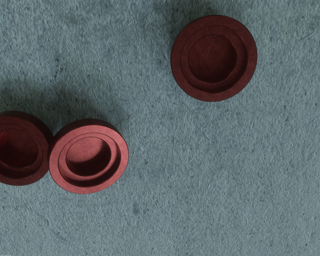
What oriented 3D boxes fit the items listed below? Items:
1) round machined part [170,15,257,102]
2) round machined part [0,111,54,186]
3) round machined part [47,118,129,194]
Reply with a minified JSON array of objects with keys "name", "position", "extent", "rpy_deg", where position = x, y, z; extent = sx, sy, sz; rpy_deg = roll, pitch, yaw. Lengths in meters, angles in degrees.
[{"name":"round machined part","position":[0.061,-0.084,0.370],"extent":[0.099,0.042,0.097],"rpy_deg":[0,110,0]},{"name":"round machined part","position":[-0.185,0.023,0.408],"extent":[0.099,0.042,0.097],"rpy_deg":[0,110,0]},{"name":"round machined part","position":[-0.094,0.032,0.400],"extent":[0.099,0.042,0.097],"rpy_deg":[-10,116,-20]}]
